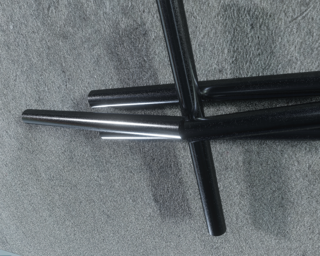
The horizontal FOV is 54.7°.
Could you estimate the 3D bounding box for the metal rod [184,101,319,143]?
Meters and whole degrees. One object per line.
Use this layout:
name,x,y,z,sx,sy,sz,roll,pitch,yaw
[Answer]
metal rod,0.170,-0.015,0.277,0.301,0.025,0.025,-8,115,20

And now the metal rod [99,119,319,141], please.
metal rod,0.053,0.002,0.380,0.300,0.025,0.025,-1,118,28

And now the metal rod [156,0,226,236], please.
metal rod,0.043,0.006,0.356,0.025,0.025,0.298,-1,118,28

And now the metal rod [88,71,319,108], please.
metal rod,0.041,-0.042,0.359,0.300,0.025,0.025,-1,118,28

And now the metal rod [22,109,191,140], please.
metal rod,-0.094,-0.009,0.418,0.300,0.025,0.025,4,121,36
